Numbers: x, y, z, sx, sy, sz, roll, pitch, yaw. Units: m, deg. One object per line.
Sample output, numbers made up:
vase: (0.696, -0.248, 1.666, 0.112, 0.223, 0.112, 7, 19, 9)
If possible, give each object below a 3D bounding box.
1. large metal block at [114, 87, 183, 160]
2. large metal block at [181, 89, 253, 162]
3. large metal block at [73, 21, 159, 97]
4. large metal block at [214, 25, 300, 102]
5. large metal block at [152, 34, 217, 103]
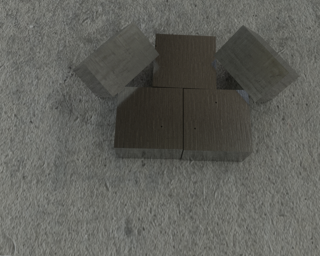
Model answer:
large metal block: (-0.013, -0.005, 0.397, 0.081, 0.050, 0.080, 1, 70, 0)
large metal block: (0.069, -0.002, 0.396, 0.081, 0.050, 0.080, 1, 70, 0)
large metal block: (-0.060, -0.085, 0.403, 0.080, 0.080, 0.050, -45, 111, -15)
large metal block: (0.128, -0.081, 0.405, 0.050, 0.080, 0.080, -45, 72, 27)
large metal block: (0.033, -0.079, 0.426, 0.081, 0.050, 0.080, 3, 70, 0)
